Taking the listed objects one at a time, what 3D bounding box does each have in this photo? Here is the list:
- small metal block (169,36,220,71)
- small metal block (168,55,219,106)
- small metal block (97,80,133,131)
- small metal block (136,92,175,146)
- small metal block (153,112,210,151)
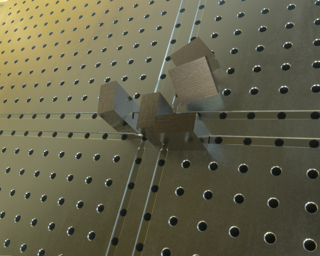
[{"bbox_3d":[0.049,-0.095,0.442,0.050,0.025,0.050,-33,51,7],"label":"small metal block"},{"bbox_3d":[0.045,-0.062,0.405,0.050,0.050,0.025,-18,12,18],"label":"small metal block"},{"bbox_3d":[-0.063,-0.031,0.445,0.025,0.050,0.050,-14,56,21],"label":"small metal block"},{"bbox_3d":[-0.004,-0.011,0.402,0.025,0.050,0.050,-7,59,25],"label":"small metal block"},{"bbox_3d":[0.027,0.006,0.375,0.050,0.050,0.025,-3,61,27],"label":"small metal block"}]
